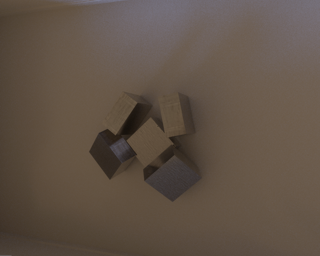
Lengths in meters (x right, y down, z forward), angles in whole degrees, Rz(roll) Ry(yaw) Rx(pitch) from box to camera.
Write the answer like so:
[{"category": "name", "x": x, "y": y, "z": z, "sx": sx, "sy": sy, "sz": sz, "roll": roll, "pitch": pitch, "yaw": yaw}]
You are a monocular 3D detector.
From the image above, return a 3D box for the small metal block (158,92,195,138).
[{"category": "small metal block", "x": 0.022, "y": -0.015, "z": 0.386, "sx": 0.025, "sy": 0.050, "sz": 0.050, "roll": -12, "pitch": 86, "yaw": 18}]

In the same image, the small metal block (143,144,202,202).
[{"category": "small metal block", "x": 0.015, "y": 0.057, "z": 0.389, "sx": 0.050, "sy": 0.025, "sz": 0.050, "roll": -43, "pitch": 114, "yaw": 14}]

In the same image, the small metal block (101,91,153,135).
[{"category": "small metal block", "x": -0.042, "y": -0.018, "z": 0.409, "sx": 0.025, "sy": 0.050, "sz": 0.050, "roll": 38, "pitch": 102, "yaw": 16}]

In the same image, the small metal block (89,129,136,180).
[{"category": "small metal block", "x": -0.065, "y": 0.034, "z": 0.418, "sx": 0.050, "sy": 0.025, "sz": 0.050, "roll": 51, "pitch": 138, "yaw": 12}]

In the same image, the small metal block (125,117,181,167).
[{"category": "small metal block", "x": -0.009, "y": 0.021, "z": 0.410, "sx": 0.050, "sy": 0.025, "sz": 0.050, "roll": -44, "pitch": 77, "yaw": 14}]
